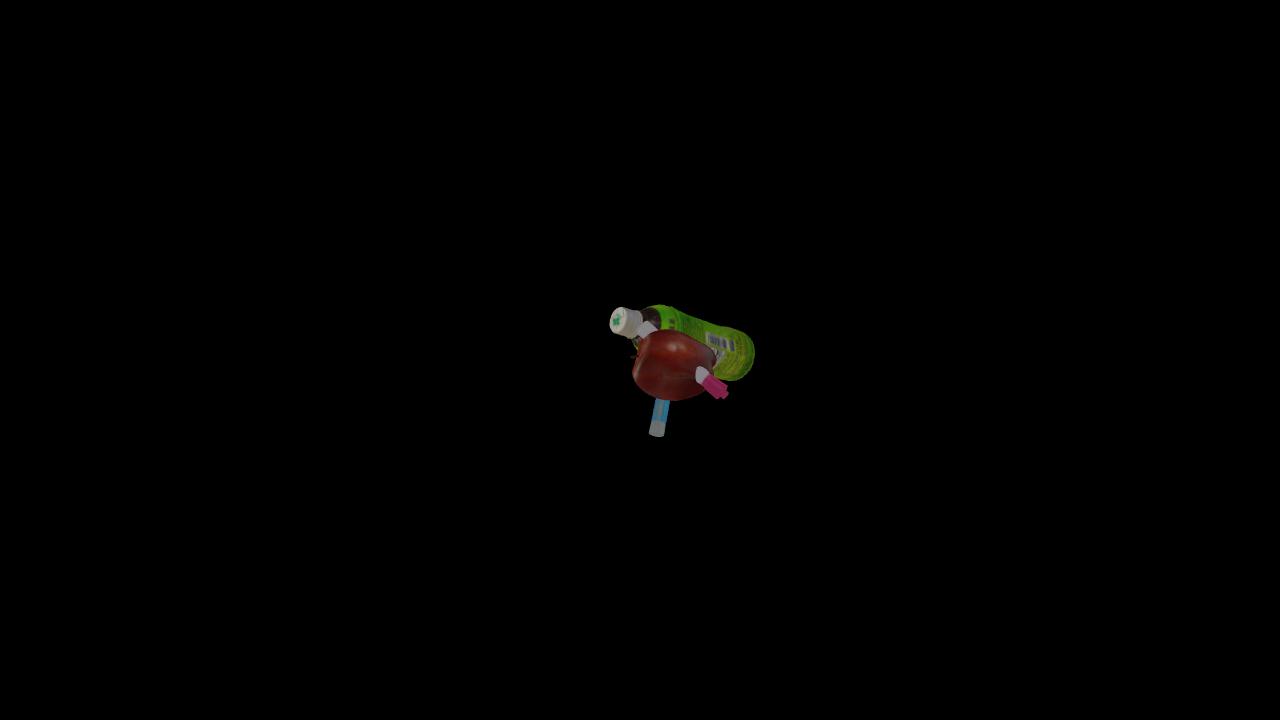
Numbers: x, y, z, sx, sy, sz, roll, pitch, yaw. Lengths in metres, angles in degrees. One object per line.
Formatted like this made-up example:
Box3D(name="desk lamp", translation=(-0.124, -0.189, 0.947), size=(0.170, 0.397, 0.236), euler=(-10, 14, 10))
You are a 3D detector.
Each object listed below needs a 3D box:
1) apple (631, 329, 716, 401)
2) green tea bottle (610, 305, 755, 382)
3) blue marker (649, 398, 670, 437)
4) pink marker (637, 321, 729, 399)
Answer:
Box3D(name="apple", translation=(0.035, 0.006, 0.681), size=(0.093, 0.079, 0.079), euler=(14, -1, -6))
Box3D(name="green tea bottle", translation=(0.053, -0.025, 0.751), size=(0.212, 0.073, 0.073), euler=(16, -11, -42))
Box3D(name="blue marker", translation=(0.031, 0.036, 0.766), size=(0.020, 0.121, 0.020), euler=(10, -24, 4))
Box3D(name="pink marker", translation=(0.047, 0.001, 0.664), size=(0.121, 0.020, 0.020), euler=(40, 13, 16))
